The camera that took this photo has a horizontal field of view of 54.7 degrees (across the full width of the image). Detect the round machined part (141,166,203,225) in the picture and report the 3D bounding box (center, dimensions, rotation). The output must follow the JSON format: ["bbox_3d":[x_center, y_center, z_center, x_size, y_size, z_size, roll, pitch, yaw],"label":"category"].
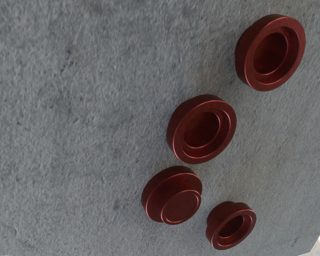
[{"bbox_3d":[0.024,0.110,0.480,0.099,0.042,0.097,-14,125,-21],"label":"round machined part"}]

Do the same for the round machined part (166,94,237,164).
[{"bbox_3d":[0.052,-0.002,0.425,0.099,0.042,0.097,-14,125,-21],"label":"round machined part"}]

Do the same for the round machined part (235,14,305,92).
[{"bbox_3d":[0.140,-0.101,0.412,0.099,0.042,0.097,-14,125,-21],"label":"round machined part"}]

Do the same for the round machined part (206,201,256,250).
[{"bbox_3d":[0.127,0.176,0.577,0.099,0.042,0.097,-14,125,-21],"label":"round machined part"}]
